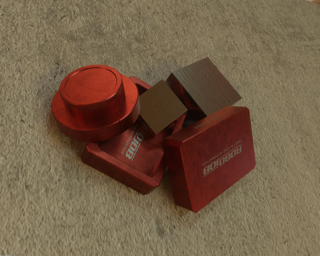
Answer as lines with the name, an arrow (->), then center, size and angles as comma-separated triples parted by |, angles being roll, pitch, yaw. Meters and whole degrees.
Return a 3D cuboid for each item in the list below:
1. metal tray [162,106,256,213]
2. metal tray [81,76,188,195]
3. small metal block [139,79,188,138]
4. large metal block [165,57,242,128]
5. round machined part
metal tray -> 0.067, 0.034, 0.388 | 0.131, 0.030, 0.089 | -25, 112, -36
metal tray -> -0.026, 0.005, 0.384 | 0.090, 0.030, 0.130 | 31, 52, -9
small metal block -> -0.002, -0.024, 0.390 | 0.050, 0.025, 0.050 | -38, 85, -11
large metal block -> 0.057, -0.047, 0.449 | 0.081, 0.050, 0.080 | -30, 79, -38
round machined part -> -0.073, -0.035, 0.349 | 0.099, 0.042, 0.098 | -2, 48, 3
